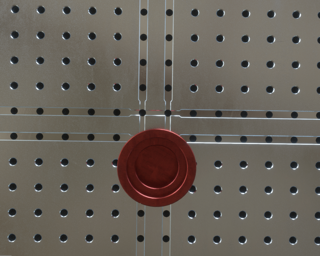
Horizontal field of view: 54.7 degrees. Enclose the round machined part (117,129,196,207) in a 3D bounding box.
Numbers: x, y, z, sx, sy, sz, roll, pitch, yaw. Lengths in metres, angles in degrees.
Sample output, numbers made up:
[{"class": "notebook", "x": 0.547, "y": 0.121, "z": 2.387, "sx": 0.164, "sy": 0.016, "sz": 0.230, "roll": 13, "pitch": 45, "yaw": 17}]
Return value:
[{"class": "round machined part", "x": -0.004, "y": 0.050, "z": 0.405, "sx": 0.099, "sy": 0.042, "sz": 0.097, "roll": 0, "pitch": 90, "yaw": -1}]
